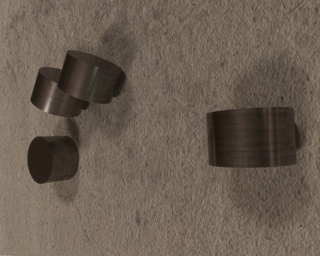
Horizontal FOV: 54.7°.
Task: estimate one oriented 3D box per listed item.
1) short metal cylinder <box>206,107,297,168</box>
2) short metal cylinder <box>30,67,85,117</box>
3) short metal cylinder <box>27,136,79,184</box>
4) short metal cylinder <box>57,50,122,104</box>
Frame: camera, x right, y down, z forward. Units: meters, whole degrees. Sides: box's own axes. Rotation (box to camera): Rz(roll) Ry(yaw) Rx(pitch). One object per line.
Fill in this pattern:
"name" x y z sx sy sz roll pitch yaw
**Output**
"short metal cylinder" 0.086 0.009 0.297 0.080 0.081 0.050 -4 88 39
"short metal cylinder" -0.160 -0.058 0.498 0.080 0.081 0.050 37 113 33
"short metal cylinder" -0.187 0.054 0.539 0.080 0.050 0.079 0 90 39
"short metal cylinder" -0.102 -0.075 0.451 0.080 0.081 0.050 34 111 34
